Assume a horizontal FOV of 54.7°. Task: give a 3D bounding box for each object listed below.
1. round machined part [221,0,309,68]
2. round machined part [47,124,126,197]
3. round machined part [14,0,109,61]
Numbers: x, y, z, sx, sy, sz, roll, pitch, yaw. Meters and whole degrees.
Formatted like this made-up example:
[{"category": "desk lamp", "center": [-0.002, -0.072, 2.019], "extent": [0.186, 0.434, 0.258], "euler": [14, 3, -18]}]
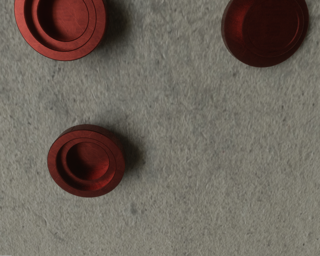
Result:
[{"category": "round machined part", "center": [0.124, -0.119, 0.359], "extent": [0.099, 0.042, 0.097], "euler": [0, 110, -1]}, {"category": "round machined part", "center": [-0.094, 0.040, 0.414], "extent": [0.099, 0.042, 0.097], "euler": [0, 110, -1]}, {"category": "round machined part", "center": [-0.107, -0.128, 0.352], "extent": [0.099, 0.042, 0.097], "euler": [0, 110, -1]}]
